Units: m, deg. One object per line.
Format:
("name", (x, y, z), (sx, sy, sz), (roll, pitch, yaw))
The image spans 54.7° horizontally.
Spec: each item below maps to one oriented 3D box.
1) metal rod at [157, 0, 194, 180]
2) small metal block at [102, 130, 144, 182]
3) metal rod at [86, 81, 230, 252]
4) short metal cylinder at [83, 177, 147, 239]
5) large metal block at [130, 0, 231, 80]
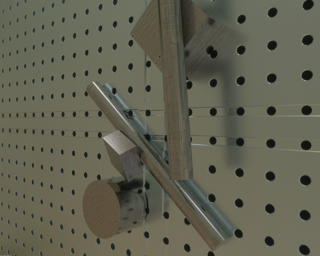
("metal rod", (0.013, -0.095, 0.332), (0.025, 0.025, 0.298), (-6, 86, 39))
("small metal block", (-0.051, 0.038, 0.428), (0.050, 0.025, 0.050), (36, 147, 45))
("metal rod", (-0.019, 0.034, 0.422), (0.300, 0.025, 0.025), (48, 118, 29))
("short metal cylinder", (-0.066, 0.112, 0.445), (0.080, 0.050, 0.079), (0, 90, 39))
("large metal block", (0.022, -0.117, 0.374), (0.080, 0.050, 0.080), (-51, 61, 28))
